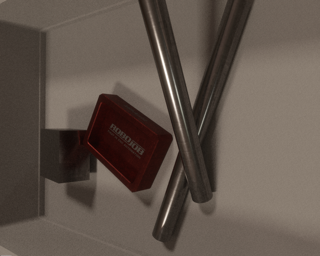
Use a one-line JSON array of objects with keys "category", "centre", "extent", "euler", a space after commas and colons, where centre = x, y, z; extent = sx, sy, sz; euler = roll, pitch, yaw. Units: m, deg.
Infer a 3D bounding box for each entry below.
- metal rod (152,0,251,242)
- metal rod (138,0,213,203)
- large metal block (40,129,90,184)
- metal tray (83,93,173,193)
[{"category": "metal rod", "centre": [0.044, 0.002, 0.368], "extent": [0.025, 0.025, 0.298], "euler": [27, 107, 36]}, {"category": "metal rod", "centre": [0.011, -0.054, 0.317], "extent": [0.025, 0.025, 0.298], "euler": [1, 116, 40]}, {"category": "large metal block", "centre": [-0.157, 0.042, 0.508], "extent": [0.080, 0.050, 0.079], "euler": [3, 92, 50]}, {"category": "metal tray", "centre": [-0.051, 0.018, 0.443], "extent": [0.130, 0.030, 0.089], "euler": [36, 112, 33]}]
